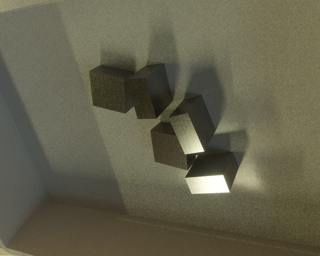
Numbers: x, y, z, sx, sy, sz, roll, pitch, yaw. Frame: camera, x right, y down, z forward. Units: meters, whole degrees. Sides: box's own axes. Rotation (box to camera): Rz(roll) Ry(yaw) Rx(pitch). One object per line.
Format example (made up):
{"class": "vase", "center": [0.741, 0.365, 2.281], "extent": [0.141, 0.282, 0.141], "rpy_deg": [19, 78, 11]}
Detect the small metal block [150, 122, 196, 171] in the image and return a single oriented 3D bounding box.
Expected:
{"class": "small metal block", "center": [0.018, 0.023, 0.409], "extent": [0.050, 0.025, 0.050], "rpy_deg": [11, 124, 29]}

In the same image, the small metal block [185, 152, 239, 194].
{"class": "small metal block", "center": [0.067, 0.057, 0.392], "extent": [0.050, 0.050, 0.025], "rpy_deg": [-10, 113, 32]}

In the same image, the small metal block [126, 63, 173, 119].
{"class": "small metal block", "center": [-0.011, -0.044, 0.369], "extent": [0.025, 0.050, 0.050], "rpy_deg": [0, 118, 28]}

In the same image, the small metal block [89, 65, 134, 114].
{"class": "small metal block", "center": [-0.062, -0.051, 0.408], "extent": [0.050, 0.025, 0.050], "rpy_deg": [14, 124, 19]}

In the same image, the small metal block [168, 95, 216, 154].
{"class": "small metal block", "center": [0.040, -0.004, 0.368], "extent": [0.025, 0.050, 0.050], "rpy_deg": [-13, 112, 32]}
